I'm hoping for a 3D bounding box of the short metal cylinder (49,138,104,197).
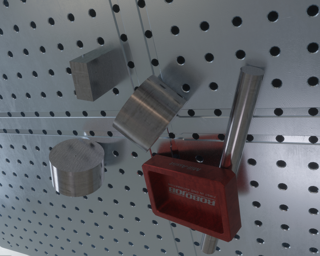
[{"bbox_3d":[-0.127,0.060,0.480,0.080,0.080,0.050,19,126,17],"label":"short metal cylinder"}]

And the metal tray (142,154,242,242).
[{"bbox_3d":[0.040,0.091,0.420,0.130,0.030,0.089,8,119,39],"label":"metal tray"}]

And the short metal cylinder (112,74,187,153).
[{"bbox_3d":[-0.011,-0.017,0.371,0.050,0.080,0.080,38,129,2],"label":"short metal cylinder"}]

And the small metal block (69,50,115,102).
[{"bbox_3d":[-0.085,-0.068,0.398,0.025,0.050,0.050,10,123,23],"label":"small metal block"}]

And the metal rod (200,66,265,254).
[{"bbox_3d":[0.086,0.064,0.405,0.025,0.025,0.298,17,125,18],"label":"metal rod"}]
